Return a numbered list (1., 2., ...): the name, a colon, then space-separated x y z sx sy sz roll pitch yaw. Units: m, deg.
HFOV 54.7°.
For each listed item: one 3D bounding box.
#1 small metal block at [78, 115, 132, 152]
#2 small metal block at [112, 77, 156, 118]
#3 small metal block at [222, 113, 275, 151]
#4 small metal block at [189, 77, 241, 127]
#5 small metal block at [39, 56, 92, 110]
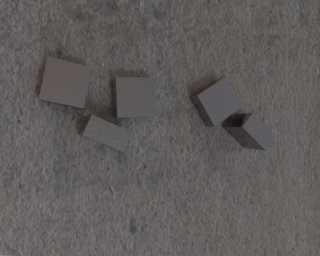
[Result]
1. small metal block: -0.067 0.006 0.372 0.050 0.050 0.025 25 82 -19
2. small metal block: -0.034 -0.038 0.397 0.050 0.025 0.050 -2 91 -20
3. small metal block: 0.126 0.005 0.444 0.050 0.050 0.025 42 77 -16
4. small metal block: 0.078 -0.036 0.439 0.050 0.025 0.050 -34 101 -17
5. small metal block: -0.112 -0.052 0.368 0.050 0.025 0.050 12 86 -20
